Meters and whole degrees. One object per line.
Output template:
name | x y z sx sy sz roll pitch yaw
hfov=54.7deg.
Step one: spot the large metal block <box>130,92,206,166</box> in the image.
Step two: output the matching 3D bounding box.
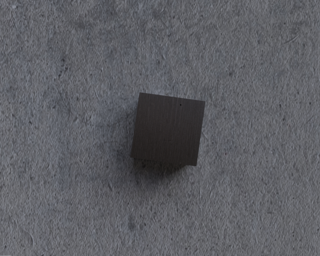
large metal block | 0.010 0.001 0.399 0.081 0.050 0.080 8 90 -1
